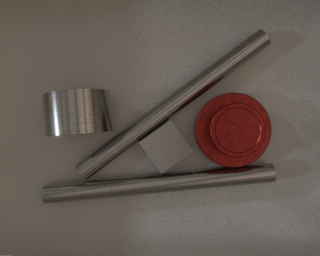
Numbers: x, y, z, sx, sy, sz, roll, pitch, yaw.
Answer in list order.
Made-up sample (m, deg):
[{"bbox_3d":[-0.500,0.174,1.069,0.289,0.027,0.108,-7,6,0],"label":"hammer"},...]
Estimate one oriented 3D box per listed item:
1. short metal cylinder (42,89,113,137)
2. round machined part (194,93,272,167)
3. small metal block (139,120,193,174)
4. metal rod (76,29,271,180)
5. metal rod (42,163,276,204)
[{"bbox_3d":[-0.100,-0.018,0.382,0.081,0.080,0.050,-5,90,-1],"label":"short metal cylinder"},{"bbox_3d":[0.096,0.003,0.401,0.099,0.042,0.097,0,90,-1],"label":"round machined part"},{"bbox_3d":[0.008,0.024,0.409,0.050,0.025,0.050,-36,90,0],"label":"small metal block"},{"bbox_3d":[0.018,-0.031,0.410,0.301,0.025,0.025,-36,90,-1],"label":"metal rod"},{"bbox_3d":[-0.001,0.073,0.410,0.302,0.025,0.025,-5,90,-1],"label":"metal rod"}]
